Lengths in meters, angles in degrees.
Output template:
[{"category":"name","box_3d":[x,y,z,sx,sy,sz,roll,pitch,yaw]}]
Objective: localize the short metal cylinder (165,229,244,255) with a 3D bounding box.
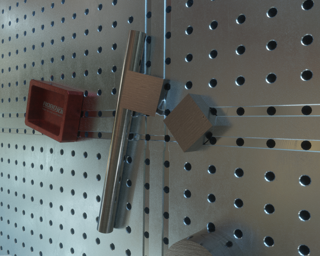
[{"category":"short metal cylinder","box_3d":[0.051,0.161,0.350,0.080,0.050,0.079,0,90,39]}]

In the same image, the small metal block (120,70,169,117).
[{"category":"small metal block","box_3d":[-0.021,-0.046,0.413,0.050,0.025,0.050,16,101,14]}]

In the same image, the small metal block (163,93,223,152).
[{"category":"small metal block","box_3d":[0.039,-0.006,0.376,0.050,0.025,0.050,-47,62,29]}]

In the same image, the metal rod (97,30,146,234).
[{"category":"metal rod","box_3d":[-0.058,0.011,0.454,0.025,0.025,0.298,17,101,38]}]

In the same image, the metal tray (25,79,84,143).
[{"category":"metal tray","box_3d":[-0.196,-0.034,0.564,0.130,0.030,0.089,19,102,38]}]
